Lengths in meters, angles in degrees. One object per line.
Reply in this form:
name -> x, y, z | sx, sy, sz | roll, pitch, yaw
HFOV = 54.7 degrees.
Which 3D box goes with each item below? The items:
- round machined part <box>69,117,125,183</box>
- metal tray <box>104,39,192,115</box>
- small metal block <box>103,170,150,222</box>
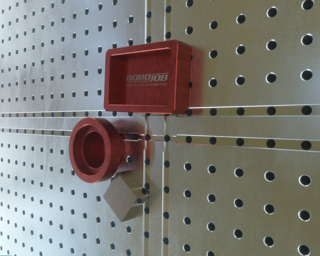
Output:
round machined part -> -0.092, 0.033, 0.472 | 0.098, 0.042, 0.097 | 0, 90, 39
metal tray -> -0.021, -0.065, 0.421 | 0.130, 0.030, 0.089 | 4, 93, 39
small metal block -> -0.050, 0.098, 0.448 | 0.050, 0.025, 0.050 | 45, 117, 30
